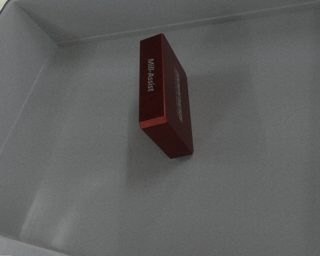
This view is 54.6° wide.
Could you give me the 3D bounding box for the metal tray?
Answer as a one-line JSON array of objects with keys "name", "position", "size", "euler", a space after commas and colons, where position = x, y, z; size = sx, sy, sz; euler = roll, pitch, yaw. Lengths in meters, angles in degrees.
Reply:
[{"name": "metal tray", "position": [0.008, -0.039, 0.381], "size": [0.030, 0.090, 0.130], "euler": [-14, 56, 19]}]
